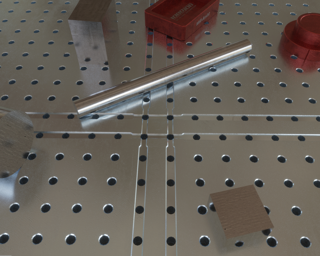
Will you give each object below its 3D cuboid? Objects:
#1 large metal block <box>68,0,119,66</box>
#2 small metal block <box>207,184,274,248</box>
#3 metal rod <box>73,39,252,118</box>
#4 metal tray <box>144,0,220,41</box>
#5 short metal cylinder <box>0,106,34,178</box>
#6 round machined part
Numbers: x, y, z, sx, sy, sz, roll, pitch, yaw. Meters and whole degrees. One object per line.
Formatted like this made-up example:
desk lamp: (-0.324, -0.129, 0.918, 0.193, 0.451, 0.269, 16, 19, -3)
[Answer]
large metal block: (-0.104, -0.161, 0.506, 0.050, 0.080, 0.080, 6, 50, 5)
small metal block: (0.084, 0.093, 0.330, 0.050, 0.025, 0.050, -10, 51, -9)
metal rod: (0.016, -0.082, 0.476, 0.302, 0.025, 0.025, -23, 54, -19)
metal tray: (0.043, -0.223, 0.591, 0.090, 0.030, 0.131, 29, 56, 22)
short metal cylinder: (-0.194, 0.013, 0.359, 0.050, 0.080, 0.080, 13, 51, 10)
round machined part: (0.265, -0.163, 0.535, 0.099, 0.042, 0.098, 0, 50, 0)
